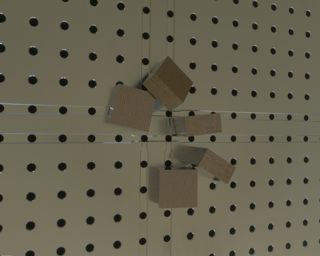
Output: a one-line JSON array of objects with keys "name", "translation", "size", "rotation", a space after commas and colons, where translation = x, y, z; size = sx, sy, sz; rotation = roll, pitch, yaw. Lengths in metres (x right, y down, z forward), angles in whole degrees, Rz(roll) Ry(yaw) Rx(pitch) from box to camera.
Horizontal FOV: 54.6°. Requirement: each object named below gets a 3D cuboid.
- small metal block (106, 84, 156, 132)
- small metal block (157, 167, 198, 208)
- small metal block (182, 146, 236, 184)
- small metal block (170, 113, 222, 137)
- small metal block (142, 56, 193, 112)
[{"name": "small metal block", "translation": [-0.037, -0.025, 0.399], "size": [0.050, 0.025, 0.050], "rotation": [14, 85, -20]}, {"name": "small metal block", "translation": [0.023, 0.079, 0.416], "size": [0.050, 0.025, 0.050], "rotation": [0, 90, -8]}, {"name": "small metal block", "translation": [0.066, 0.050, 0.423], "size": [0.050, 0.050, 0.025], "rotation": [34, 79, -17]}, {"name": "small metal block", "translation": [0.047, -0.004, 0.416], "size": [0.050, 0.050, 0.025], "rotation": [-7, 93, -20]}, {"name": "small metal block", "translation": [0.012, -0.058, 0.404], "size": [0.050, 0.025, 0.050], "rotation": [44, 41, -15]}]
